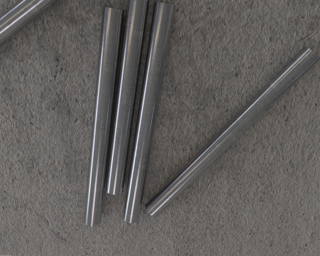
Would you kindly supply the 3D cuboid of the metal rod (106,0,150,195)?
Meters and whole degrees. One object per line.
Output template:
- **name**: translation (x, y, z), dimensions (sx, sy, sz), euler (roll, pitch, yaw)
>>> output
- **metal rod**: translation (-0.041, -0.050, 0.390), dimensions (0.025, 0.025, 0.298), euler (9, 110, -3)

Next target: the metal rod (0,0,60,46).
- **metal rod**: translation (-0.159, -0.133, 0.359), dimensions (0.300, 0.025, 0.025), euler (-32, 107, 11)

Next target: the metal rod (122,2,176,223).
- **metal rod**: translation (-0.018, -0.005, 0.407), dimensions (0.025, 0.025, 0.298), euler (9, 110, -3)

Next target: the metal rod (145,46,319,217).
- **metal rod**: translation (0.087, 0.015, 0.415), dimensions (0.025, 0.025, 0.299), euler (39, 105, -13)

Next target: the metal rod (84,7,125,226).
- **metal rod**: translation (-0.077, 0.000, 0.408), dimensions (0.025, 0.025, 0.298), euler (8, 110, -3)
